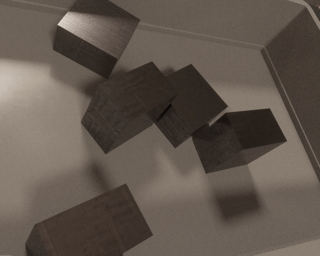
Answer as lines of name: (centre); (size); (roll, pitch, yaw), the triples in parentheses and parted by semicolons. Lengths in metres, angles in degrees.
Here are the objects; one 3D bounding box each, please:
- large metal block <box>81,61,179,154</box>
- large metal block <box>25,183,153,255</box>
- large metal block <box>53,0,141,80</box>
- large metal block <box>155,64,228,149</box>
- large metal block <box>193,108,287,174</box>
large metal block: (-0.037, -0.023, 0.366); (0.081, 0.080, 0.050); (-33, 81, -38)
large metal block: (-0.066, 0.099, 0.275); (0.081, 0.080, 0.050); (-19, 73, -36)
large metal block: (-0.084, -0.126, 0.417); (0.080, 0.050, 0.080); (28, 58, -11)
large metal block: (0.032, -0.032, 0.428); (0.081, 0.050, 0.080); (-33, 81, -38)
large metal block: (0.105, 0.018, 0.418); (0.081, 0.080, 0.050); (-7, 65, -32)
